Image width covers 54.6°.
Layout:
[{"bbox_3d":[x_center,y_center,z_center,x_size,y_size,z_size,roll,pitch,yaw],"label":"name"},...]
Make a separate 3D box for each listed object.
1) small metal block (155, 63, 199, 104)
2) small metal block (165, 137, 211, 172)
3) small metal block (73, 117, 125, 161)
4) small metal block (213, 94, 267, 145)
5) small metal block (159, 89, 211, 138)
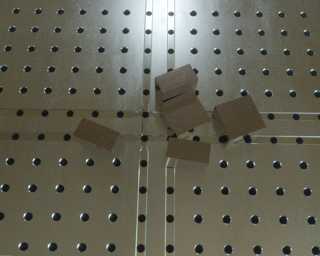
[{"bbox_3d":[0.021,-0.055,0.419,0.050,0.050,0.025,-23,72,-8],"label":"small metal block"},{"bbox_3d":[0.034,0.034,0.386,0.050,0.050,0.025,9,71,3],"label":"small metal block"},{"bbox_3d":[-0.076,0.015,0.393,0.050,0.050,0.025,22,72,8],"label":"small metal block"},{"bbox_3d":[0.105,-0.011,0.416,0.050,0.025,0.050,-19,71,-7],"label":"small metal block"},{"bbox_3d":[0.033,-0.017,0.418,0.050,0.025,0.050,-25,72,-9],"label":"small metal block"}]
